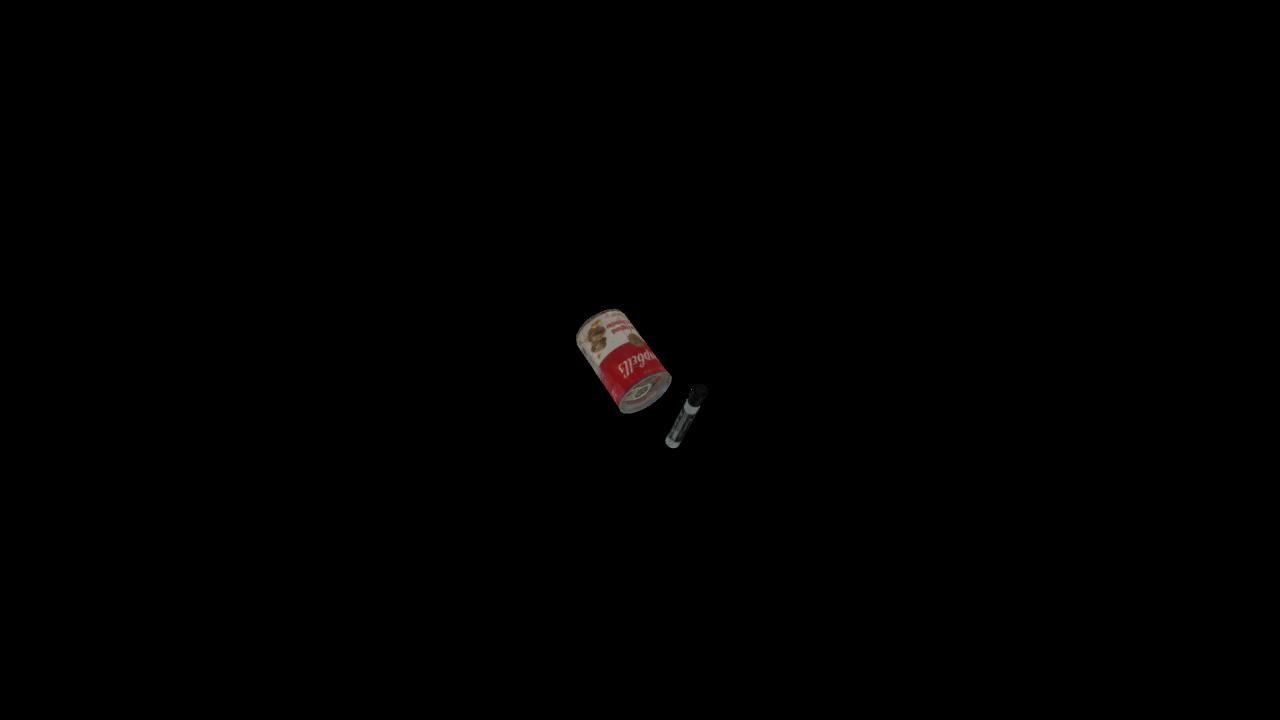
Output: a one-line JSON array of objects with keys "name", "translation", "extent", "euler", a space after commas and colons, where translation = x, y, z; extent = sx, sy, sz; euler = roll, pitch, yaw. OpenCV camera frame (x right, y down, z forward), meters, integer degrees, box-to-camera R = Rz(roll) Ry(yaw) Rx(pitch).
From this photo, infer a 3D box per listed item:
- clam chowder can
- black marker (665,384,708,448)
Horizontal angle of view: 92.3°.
[{"name": "clam chowder can", "translation": [-0.020, 0.000, 0.691], "extent": [0.068, 0.102, 0.068], "euler": [-28, -27, -16]}, {"name": "black marker", "translation": [0.053, 0.065, 0.712], "extent": [0.020, 0.020, 0.121], "euler": [0, -36, -16]}]
